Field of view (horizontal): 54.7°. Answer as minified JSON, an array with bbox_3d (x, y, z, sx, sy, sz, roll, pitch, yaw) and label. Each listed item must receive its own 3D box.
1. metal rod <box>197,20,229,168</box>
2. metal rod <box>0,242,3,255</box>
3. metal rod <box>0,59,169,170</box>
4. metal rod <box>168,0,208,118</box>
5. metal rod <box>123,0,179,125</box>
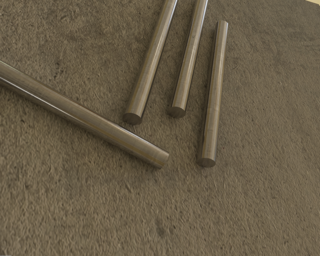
[{"bbox_3d":[0.089,-0.073,0.495,0.025,0.025,0.300,24,53,-14],"label":"metal rod"},{"bbox_3d":[-0.165,0.066,0.274,0.025,0.025,0.299,-12,68,-33],"label":"metal rod"},{"bbox_3d":[-0.125,-0.032,0.356,0.301,0.025,0.025,29,52,-10],"label":"metal rod"},{"bbox_3d":[0.053,-0.139,0.516,0.025,0.025,0.300,25,53,-13],"label":"metal rod"},{"bbox_3d":[-0.005,-0.129,0.479,0.025,0.025,0.300,24,53,-14],"label":"metal rod"}]
